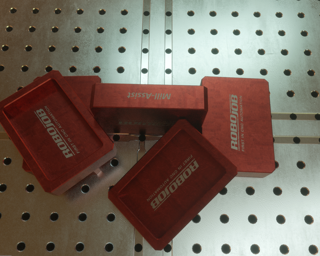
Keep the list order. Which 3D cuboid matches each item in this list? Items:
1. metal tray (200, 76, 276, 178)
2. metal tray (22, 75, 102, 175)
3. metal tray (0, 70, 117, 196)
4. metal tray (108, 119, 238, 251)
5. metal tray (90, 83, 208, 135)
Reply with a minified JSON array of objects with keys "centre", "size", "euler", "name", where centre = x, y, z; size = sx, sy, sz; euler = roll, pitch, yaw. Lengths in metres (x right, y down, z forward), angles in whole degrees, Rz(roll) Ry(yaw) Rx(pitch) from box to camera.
[{"centre":[0.098,-0.003,0.410],"size":[0.091,0.030,0.130],"euler":[3,70,0],"name":"metal tray"},{"centre":[-0.123,-0.005,0.409],"size":[0.091,0.030,0.129],"euler":[-1,71,-1],"name":"metal tray"},{"centre":[-0.125,0.003,0.373],"size":[0.090,0.030,0.130],"euler":[-36,75,-13],"name":"metal tray"},{"centre":[0.015,0.065,0.366],"size":[0.130,0.030,0.090],"euler":[-46,77,2],"name":"metal tray"},{"centre":[-0.012,-0.020,0.383],"size":[0.131,0.090,0.030],"euler":[1,70,0],"name":"metal tray"}]
